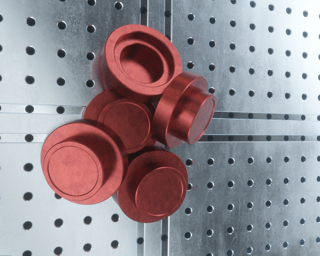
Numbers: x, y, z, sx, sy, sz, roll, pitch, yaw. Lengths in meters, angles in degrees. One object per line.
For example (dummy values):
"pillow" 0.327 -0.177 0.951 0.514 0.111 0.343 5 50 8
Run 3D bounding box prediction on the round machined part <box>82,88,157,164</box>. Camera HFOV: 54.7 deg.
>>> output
"round machined part" -0.046 -0.003 0.386 0.099 0.042 0.097 0 90 -21

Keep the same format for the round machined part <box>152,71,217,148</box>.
"round machined part" 0.036 -0.018 0.387 0.042 0.098 0.098 28 78 23

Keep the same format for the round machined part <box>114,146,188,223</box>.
"round machined part" -0.006 0.075 0.389 0.099 0.042 0.097 -6 104 -25

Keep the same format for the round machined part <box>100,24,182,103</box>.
"round machined part" -0.026 -0.075 0.383 0.099 0.042 0.098 10 65 -22

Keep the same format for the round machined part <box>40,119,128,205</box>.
"round machined part" -0.089 0.042 0.346 0.098 0.042 0.097 2 103 9
